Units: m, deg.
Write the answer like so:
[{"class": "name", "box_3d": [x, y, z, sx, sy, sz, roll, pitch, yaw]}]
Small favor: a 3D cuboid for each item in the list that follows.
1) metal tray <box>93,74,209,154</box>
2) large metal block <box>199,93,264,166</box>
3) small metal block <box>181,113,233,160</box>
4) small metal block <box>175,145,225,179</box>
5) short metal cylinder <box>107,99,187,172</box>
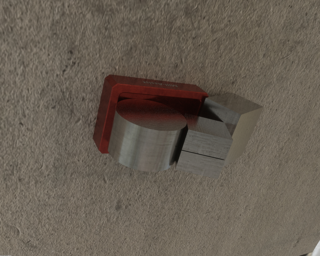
[{"class": "metal tray", "box_3d": [-0.011, -0.014, 0.391, 0.131, 0.030, 0.089, 2, 118, -30]}, {"class": "large metal block", "box_3d": [0.090, 0.001, 0.423, 0.081, 0.050, 0.079, -16, 130, -52]}, {"class": "small metal block", "box_3d": [0.051, 0.009, 0.358, 0.050, 0.050, 0.025, 13, 113, -6]}, {"class": "small metal block", "box_3d": [0.045, 0.031, 0.368, 0.050, 0.050, 0.025, 13, 113, -6]}, {"class": "short metal cylinder", "box_3d": [-0.015, 0.006, 0.351, 0.081, 0.080, 0.050, 1, 118, -29]}]
